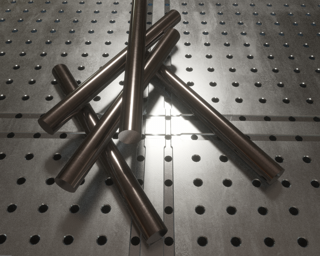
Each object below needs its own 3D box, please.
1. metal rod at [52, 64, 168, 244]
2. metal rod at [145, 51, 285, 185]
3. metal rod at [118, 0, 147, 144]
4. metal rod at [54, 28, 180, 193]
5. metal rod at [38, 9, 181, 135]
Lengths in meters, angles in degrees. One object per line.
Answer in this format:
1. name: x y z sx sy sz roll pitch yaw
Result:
1. metal rod: -0.079 0.011 0.397 0.025 0.025 0.300 -24 54 -19
2. metal rod: 0.048 -0.036 0.438 0.025 0.025 0.300 -29 56 -22
3. metal rod: -0.033 -0.105 0.427 0.025 0.025 0.300 0 50 -1
4. metal rod: -0.039 -0.045 0.411 0.025 0.025 0.301 19 52 15
5. metal rod: -0.056 -0.097 0.454 0.025 0.025 0.301 27 54 20
